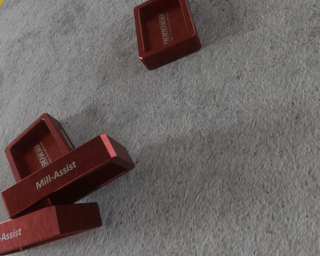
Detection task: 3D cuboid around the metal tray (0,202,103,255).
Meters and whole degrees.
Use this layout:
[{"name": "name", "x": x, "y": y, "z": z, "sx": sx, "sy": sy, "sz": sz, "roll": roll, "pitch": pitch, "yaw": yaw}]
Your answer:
[{"name": "metal tray", "x": -0.146, "y": 0.121, "z": 0.361, "sx": 0.130, "sy": 0.090, "sz": 0.030, "roll": -21, "pitch": 73, "yaw": 15}]

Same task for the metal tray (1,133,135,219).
[{"name": "metal tray", "x": -0.101, "y": 0.060, "z": 0.366, "sx": 0.130, "sy": 0.090, "sz": 0.030, "roll": -30, "pitch": 73, "yaw": 0}]

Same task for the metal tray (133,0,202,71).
[{"name": "metal tray", "x": 0.008, "y": -0.162, "z": 0.495, "sx": 0.090, "sy": 0.030, "sz": 0.130, "roll": -20, "pitch": 54, "yaw": 16}]

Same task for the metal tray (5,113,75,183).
[{"name": "metal tray", "x": -0.174, "y": 0.046, "z": 0.463, "sx": 0.090, "sy": 0.030, "sz": 0.130, "roll": -43, "pitch": 51, "yaw": -2}]
